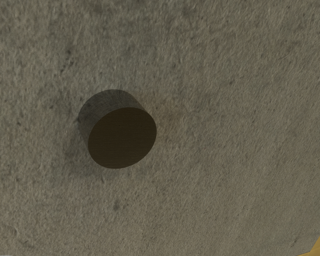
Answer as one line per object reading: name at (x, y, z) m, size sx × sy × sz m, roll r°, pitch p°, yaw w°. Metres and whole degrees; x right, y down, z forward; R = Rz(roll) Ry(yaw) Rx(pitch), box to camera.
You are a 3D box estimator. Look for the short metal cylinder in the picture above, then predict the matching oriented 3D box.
short metal cylinder at (-0.051, 0.001, 0.365) m, size 0.081 × 0.050 × 0.079 m, roll -14°, pitch 125°, yaw -21°
